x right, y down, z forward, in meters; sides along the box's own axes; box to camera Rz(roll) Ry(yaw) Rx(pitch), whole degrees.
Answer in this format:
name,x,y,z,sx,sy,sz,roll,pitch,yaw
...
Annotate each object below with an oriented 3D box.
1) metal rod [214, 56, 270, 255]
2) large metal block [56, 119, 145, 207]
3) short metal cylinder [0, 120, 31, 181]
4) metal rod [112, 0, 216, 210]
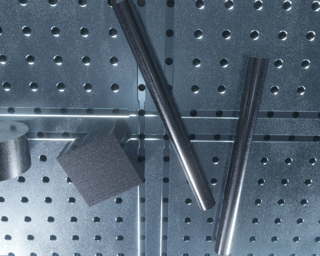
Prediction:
name,x,y,z,sx,sy,sz,roll,pitch,yaw
metal rod,0.109,0.052,0.433,0.025,0.025,0.298,5,110,-2
large metal block,-0.076,0.046,0.416,0.080,0.050,0.080,-25,109,8
short metal cylinder,-0.208,0.027,0.391,0.081,0.080,0.050,3,110,-2
metal rod,0.013,-0.016,0.407,0.025,0.025,0.299,-21,109,7
